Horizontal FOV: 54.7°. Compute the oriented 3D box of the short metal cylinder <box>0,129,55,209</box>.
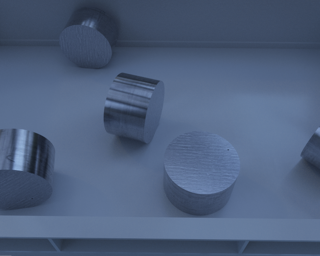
[{"bbox_3d":[-0.156,0.045,0.330,0.081,0.080,0.050,-7,51,-6],"label":"short metal cylinder"}]

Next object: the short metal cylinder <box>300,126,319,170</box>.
[{"bbox_3d":[0.210,0.017,0.357,0.080,0.080,0.050,-35,58,-25],"label":"short metal cylinder"}]

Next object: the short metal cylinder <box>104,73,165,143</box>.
[{"bbox_3d":[-0.030,-0.025,0.390,0.050,0.080,0.080,14,52,11],"label":"short metal cylinder"}]

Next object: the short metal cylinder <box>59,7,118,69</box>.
[{"bbox_3d":[-0.110,-0.140,0.486,0.080,0.080,0.050,5,51,4],"label":"short metal cylinder"}]

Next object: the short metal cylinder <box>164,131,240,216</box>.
[{"bbox_3d":[0.044,0.050,0.347,0.080,0.050,0.080,0,50,0],"label":"short metal cylinder"}]
